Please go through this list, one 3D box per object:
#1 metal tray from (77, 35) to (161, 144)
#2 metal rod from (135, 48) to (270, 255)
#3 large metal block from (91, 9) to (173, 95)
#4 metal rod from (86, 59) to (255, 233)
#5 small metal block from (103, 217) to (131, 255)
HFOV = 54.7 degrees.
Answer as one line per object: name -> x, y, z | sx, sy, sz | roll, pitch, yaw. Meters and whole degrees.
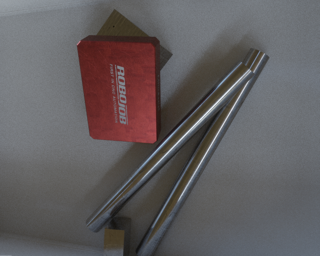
metal tray -> -0.046, -0.046, 0.385 | 0.090, 0.030, 0.129 | 4, 119, 8
metal rod -> 0.049, 0.040, 0.392 | 0.025, 0.025, 0.299 | 31, 100, 17
large metal block -> -0.044, -0.094, 0.412 | 0.080, 0.050, 0.080 | 42, 103, 15
metal rod -> 0.001, 0.035, 0.395 | 0.025, 0.025, 0.299 | 47, 109, 13
small metal block -> -0.056, 0.152, 0.413 | 0.025, 0.050, 0.050 | 3, 91, 4
